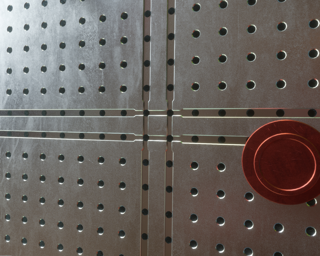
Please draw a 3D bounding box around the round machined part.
[{"bbox_3d":[0.144,0.039,0.353,0.098,0.042,0.097,0,90,20],"label":"round machined part"}]
